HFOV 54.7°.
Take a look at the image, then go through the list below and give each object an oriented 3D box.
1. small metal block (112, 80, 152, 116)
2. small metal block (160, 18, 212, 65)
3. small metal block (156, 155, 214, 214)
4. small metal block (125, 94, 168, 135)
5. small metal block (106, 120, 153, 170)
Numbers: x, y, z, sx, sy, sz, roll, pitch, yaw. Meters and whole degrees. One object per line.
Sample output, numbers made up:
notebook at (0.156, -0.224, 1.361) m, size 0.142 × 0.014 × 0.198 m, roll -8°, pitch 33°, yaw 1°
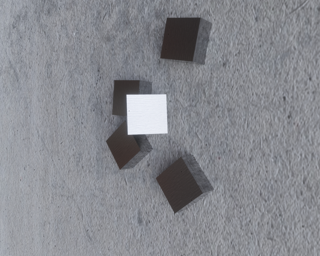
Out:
small metal block at (-0.040, -0.041, 0.438) m, size 0.050 × 0.025 × 0.050 m, roll 7°, pitch 95°, yaw 39°
small metal block at (0.031, -0.106, 0.379) m, size 0.050 × 0.025 × 0.050 m, roll 16°, pitch 100°, yaw 39°
small metal block at (0.030, 0.069, 0.381) m, size 0.050 × 0.025 × 0.050 m, roll -45°, pitch 63°, yaw 31°
small metal block at (-0.018, -0.017, 0.401) m, size 0.025 × 0.050 × 0.050 m, roll 169°, pitch 99°, yaw -79°
small metal block at (-0.044, 0.024, 0.442) m, size 0.050 × 0.025 × 0.050 m, roll -44°, pitch 64°, yaw 31°
